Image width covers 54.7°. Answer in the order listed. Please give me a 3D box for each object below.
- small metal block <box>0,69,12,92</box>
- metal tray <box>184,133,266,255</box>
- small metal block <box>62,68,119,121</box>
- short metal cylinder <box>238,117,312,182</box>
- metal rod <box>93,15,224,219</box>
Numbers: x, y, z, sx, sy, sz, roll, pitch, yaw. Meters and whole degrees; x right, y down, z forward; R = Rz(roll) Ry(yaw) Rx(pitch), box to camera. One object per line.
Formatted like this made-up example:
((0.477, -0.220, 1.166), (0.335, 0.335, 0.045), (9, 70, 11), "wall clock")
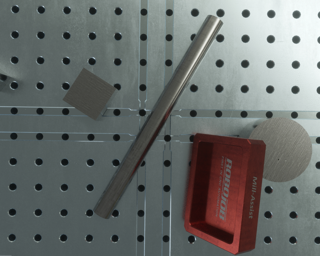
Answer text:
((-0.231, -0.074, 0.398), (0.050, 0.050, 0.025), (37, 90, -1), "small metal block")
((0.077, 0.075, 0.382), (0.030, 0.090, 0.129), (6, 90, -38), "metal tray")
((-0.091, -0.044, 0.412), (0.050, 0.025, 0.050), (33, 90, -1), "small metal block")
((0.146, 0.026, 0.403), (0.081, 0.050, 0.079), (0, 90, -1), "short metal cylinder")
((-0.002, -0.015, 0.413), (0.025, 0.025, 0.299), (31, 90, -1), "metal rod")
